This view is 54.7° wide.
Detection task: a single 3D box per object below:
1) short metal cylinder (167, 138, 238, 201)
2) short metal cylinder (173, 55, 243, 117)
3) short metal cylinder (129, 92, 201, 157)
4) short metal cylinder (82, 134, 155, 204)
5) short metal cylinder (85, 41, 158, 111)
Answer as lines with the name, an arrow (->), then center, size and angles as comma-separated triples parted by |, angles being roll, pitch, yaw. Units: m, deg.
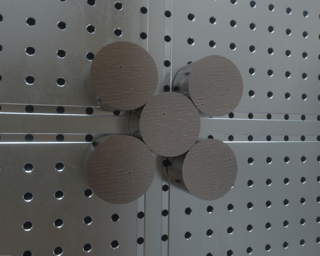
short metal cylinder -> 0.057, 0.053, 0.421 | 0.081, 0.050, 0.079 | 0, 90, -21
short metal cylinder -> 0.065, -0.054, 0.422 | 0.081, 0.050, 0.079 | 0, 90, -21
short metal cylinder -> 0.005, -0.005, 0.402 | 0.081, 0.050, 0.079 | 0, 90, -21
short metal cylinder -> -0.052, 0.048, 0.380 | 0.081, 0.050, 0.079 | 0, 90, -21
short metal cylinder -> -0.048, -0.061, 0.381 | 0.081, 0.050, 0.079 | 0, 90, -21
